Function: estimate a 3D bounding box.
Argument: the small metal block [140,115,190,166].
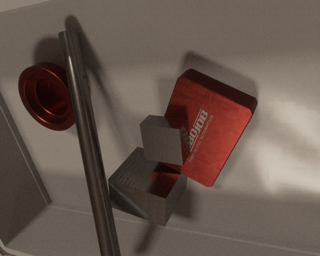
[{"bbox_3d":[0.007,0.014,0.373,0.050,0.025,0.050,7,122,24],"label":"small metal block"}]

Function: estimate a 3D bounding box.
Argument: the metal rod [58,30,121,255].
[{"bbox_3d":[-0.090,0.025,0.401,0.025,0.025,0.298,-9,92,32],"label":"metal rod"}]

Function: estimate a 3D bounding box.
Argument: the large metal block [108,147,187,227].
[{"bbox_3d":[-0.014,0.077,0.426,0.080,0.080,0.050,14,124,20],"label":"large metal block"}]

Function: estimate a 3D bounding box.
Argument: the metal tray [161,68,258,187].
[{"bbox_3d":[0.049,0.004,0.381,0.090,0.030,0.129,27,128,10],"label":"metal tray"}]

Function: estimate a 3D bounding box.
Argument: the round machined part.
[{"bbox_3d":[-0.149,-0.048,0.444,0.098,0.042,0.097,13,124,20],"label":"round machined part"}]
